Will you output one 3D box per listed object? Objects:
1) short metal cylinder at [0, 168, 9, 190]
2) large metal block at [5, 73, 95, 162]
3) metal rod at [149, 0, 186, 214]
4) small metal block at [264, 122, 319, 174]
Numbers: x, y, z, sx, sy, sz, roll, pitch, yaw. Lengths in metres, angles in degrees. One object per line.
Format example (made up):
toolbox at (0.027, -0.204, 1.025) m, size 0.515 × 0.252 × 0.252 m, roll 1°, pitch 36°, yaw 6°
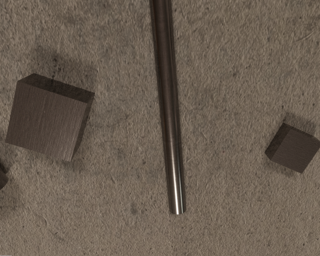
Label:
short metal cylinder at (-0.250, 0.070, 0.403) m, size 0.080 × 0.080 × 0.050 m, roll -24°, pitch 109°, yaw 8°
large metal block at (-0.136, -0.014, 0.389) m, size 0.080 × 0.050 × 0.079 m, roll 18°, pitch 109°, yaw -7°
metal rod at (0.013, -0.020, 0.402) m, size 0.025 × 0.025 × 0.298 m, roll -5°, pitch 110°, yaw 1°
small metal block at (0.181, 0.027, 0.423) m, size 0.050 × 0.025 × 0.050 m, roll 23°, pitch 108°, yaw -9°
